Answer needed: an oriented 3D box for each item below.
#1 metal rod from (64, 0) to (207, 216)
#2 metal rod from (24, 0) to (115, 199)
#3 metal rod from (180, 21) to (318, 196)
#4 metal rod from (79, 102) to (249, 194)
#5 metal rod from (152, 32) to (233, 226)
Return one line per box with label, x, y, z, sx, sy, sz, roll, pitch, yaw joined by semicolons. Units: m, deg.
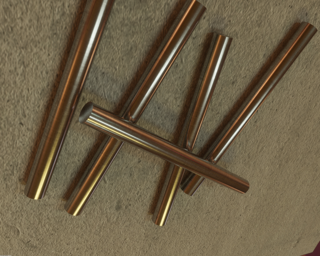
metal rod;-0.037;-0.015;0.376;0.025;0.025;0.299;23;106;-37
metal rod;-0.091;-0.051;0.325;0.025;0.025;0.298;12;112;-34
metal rod;0.125;-0.021;0.461;0.025;0.025;0.299;26;104;-37
metal rod;0.029;0.039;0.412;0.301;0.025;0.025;28;103;-38
metal rod;0.038;0.017;0.437;0.025;0.025;0.298;2;117;-30
